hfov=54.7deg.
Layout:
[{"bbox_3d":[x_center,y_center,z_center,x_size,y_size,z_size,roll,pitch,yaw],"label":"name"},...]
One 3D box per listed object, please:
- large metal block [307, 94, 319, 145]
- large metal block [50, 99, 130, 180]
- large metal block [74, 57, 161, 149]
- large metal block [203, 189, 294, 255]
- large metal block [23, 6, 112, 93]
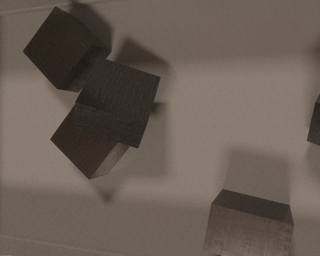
[{"bbox_3d":[0.196,-0.009,0.298,0.080,0.080,0.050,25,73,29],"label":"large metal block"},{"bbox_3d":[-0.088,0.011,0.427,0.080,0.050,0.080,42,103,15],"label":"large metal block"},{"bbox_3d":[-0.051,-0.031,0.379,0.080,0.080,0.050,18,141,-5],"label":"large metal block"},{"bbox_3d":[0.100,0.110,0.346,0.080,0.080,0.050,11,94,19],"label":"large metal block"},{"bbox_3d":[-0.132,-0.109,0.442,0.080,0.050,0.080,46,104,14],"label":"large metal block"}]
